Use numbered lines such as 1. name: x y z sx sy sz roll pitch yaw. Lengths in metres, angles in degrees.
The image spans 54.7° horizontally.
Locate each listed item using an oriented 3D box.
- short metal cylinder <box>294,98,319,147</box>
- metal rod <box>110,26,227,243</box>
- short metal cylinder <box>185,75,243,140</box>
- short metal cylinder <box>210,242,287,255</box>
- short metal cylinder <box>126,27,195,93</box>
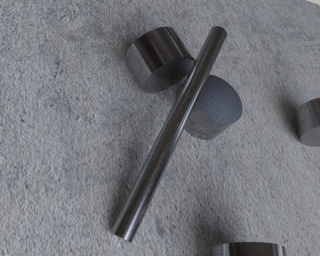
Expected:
1. short metal cylinder: 0.273 -0.009 0.521 0.081 0.080 0.050 12 57 -22
2. metal rod: 0.021 -0.011 0.375 0.025 0.025 0.300 31 66 -9
3. short metal cylinder: 0.069 -0.029 0.443 0.081 0.050 0.080 14 56 -21
4. short metal cylinder: 0.094 0.154 0.325 0.081 0.080 0.050 15 56 -20
5. short metal cylinder: 0.001 -0.091 0.425 0.081 0.080 0.050 -19 72 -35
